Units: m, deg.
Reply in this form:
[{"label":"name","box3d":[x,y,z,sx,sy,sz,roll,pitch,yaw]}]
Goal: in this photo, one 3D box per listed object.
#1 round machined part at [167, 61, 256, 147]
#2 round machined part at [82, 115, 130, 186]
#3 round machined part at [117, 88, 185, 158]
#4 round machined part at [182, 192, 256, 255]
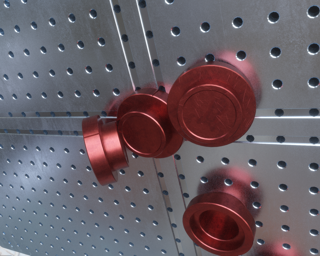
[{"label":"round machined part","box3d":[0.056,-0.021,0.344,0.098,0.042,0.097,5,115,11]},{"label":"round machined part","box3d":[-0.072,0.028,0.432,0.042,0.098,0.098,-16,115,-4]},{"label":"round machined part","box3d":[-0.015,0.000,0.409,0.098,0.042,0.097,13,124,21]},{"label":"round machined part","box3d":[0.085,0.129,0.436,0.098,0.042,0.097,13,124,21]}]
